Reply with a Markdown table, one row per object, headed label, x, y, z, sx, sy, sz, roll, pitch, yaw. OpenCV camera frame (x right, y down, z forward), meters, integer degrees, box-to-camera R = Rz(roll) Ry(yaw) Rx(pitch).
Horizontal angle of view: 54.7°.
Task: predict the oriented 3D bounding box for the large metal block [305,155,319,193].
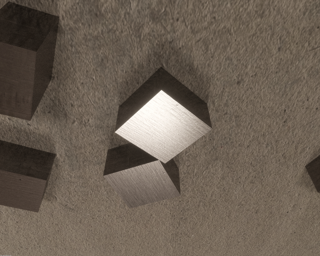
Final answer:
| label | x | y | z | sx | sy | sz | roll | pitch | yaw |
| --- | --- | --- | --- | --- | --- | --- | --- | --- | --- |
| large metal block | 0.279 | 0.065 | 0.450 | 0.080 | 0.050 | 0.080 | 24 | 126 | -20 |

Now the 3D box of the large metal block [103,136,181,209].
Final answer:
| label | x | y | z | sx | sy | sz | roll | pitch | yaw |
| --- | --- | --- | --- | --- | --- | --- | --- | --- | --- |
| large metal block | -0.023 | 0.064 | 0.445 | 0.080 | 0.050 | 0.080 | -18 | 128 | 14 |

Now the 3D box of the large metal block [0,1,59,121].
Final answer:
| label | x | y | z | sx | sy | sz | roll | pitch | yaw |
| --- | --- | --- | --- | --- | --- | --- | --- | --- | --- |
| large metal block | -0.141 | -0.067 | 0.312 | 0.050 | 0.080 | 0.079 | 14 | 129 | -12 |

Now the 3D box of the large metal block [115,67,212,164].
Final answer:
| label | x | y | z | sx | sy | sz | roll | pitch | yaw |
| --- | --- | --- | --- | --- | --- | --- | --- | --- | --- |
| large metal block | 0.004 | -0.013 | 0.380 | 0.080 | 0.050 | 0.080 | 35 | 122 | -26 |

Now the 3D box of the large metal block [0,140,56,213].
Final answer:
| label | x | y | z | sx | sy | sz | roll | pitch | yaw |
| --- | --- | --- | --- | --- | --- | --- | --- | --- | --- |
| large metal block | -0.205 | 0.071 | 0.449 | 0.081 | 0.050 | 0.079 | 17 | 128 | -15 |
